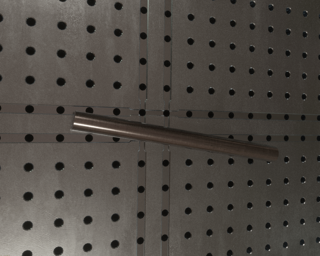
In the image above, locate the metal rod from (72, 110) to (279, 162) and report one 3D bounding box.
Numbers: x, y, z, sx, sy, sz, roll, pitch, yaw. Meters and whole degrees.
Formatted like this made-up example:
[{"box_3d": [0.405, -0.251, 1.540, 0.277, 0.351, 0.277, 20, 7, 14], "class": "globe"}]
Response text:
[{"box_3d": [0.035, 0.016, 0.426, 0.302, 0.025, 0.025, 10, 87, -20], "class": "metal rod"}]
